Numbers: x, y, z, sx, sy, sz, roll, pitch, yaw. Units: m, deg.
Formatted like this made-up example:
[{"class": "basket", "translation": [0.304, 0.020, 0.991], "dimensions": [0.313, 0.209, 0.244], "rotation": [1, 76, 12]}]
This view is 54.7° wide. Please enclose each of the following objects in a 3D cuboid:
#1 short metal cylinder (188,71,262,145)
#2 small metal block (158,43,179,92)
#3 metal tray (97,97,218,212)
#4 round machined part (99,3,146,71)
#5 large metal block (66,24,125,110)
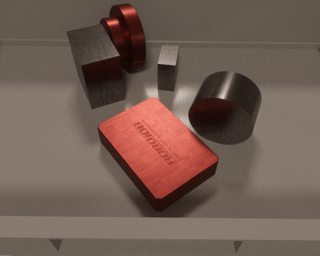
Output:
[{"class": "short metal cylinder", "translation": [0.082, -0.024, 0.391], "dimensions": [0.080, 0.080, 0.050], "rotation": [18, 52, 14]}, {"class": "small metal block", "translation": [0.013, -0.091, 0.466], "dimensions": [0.025, 0.050, 0.050], "rotation": [7, 50, 5]}, {"class": "metal tray", "translation": [-0.005, 0.026, 0.380], "dimensions": [0.091, 0.030, 0.130], "rotation": [-30, 56, -23]}, {"class": "round machined part", "translation": [-0.060, -0.134, 0.468], "dimensions": [0.042, 0.097, 0.098], "rotation": [-18, 52, -20]}, {"class": "large metal block", "translation": [-0.090, -0.087, 0.442], "dimensions": [0.050, 0.080, 0.080], "rotation": [-19, 53, -15]}]
